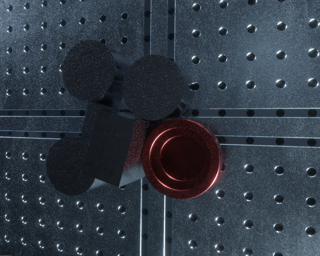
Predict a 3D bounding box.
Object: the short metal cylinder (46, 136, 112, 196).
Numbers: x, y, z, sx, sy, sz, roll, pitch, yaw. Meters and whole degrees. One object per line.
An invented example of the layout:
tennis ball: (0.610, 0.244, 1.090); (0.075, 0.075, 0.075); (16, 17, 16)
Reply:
short metal cylinder: (-0.111, 0.051, 0.438); (0.080, 0.050, 0.080); (0, 90, 20)

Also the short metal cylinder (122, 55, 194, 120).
short metal cylinder: (-0.001, -0.049, 0.399); (0.080, 0.050, 0.080); (0, 90, 20)

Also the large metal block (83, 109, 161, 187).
large metal block: (-0.046, 0.023, 0.396); (0.050, 0.080, 0.080); (17, 96, 19)

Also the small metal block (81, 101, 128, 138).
small metal block: (-0.079, -0.008, 0.440); (0.050, 0.025, 0.050); (16, 95, 19)

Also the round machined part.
round machined part: (0.030, 0.037, 0.393); (0.098, 0.042, 0.097); (0, 90, 20)

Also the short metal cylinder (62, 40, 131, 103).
short metal cylinder: (-0.086, -0.076, 0.429); (0.080, 0.050, 0.080); (0, 90, 20)
